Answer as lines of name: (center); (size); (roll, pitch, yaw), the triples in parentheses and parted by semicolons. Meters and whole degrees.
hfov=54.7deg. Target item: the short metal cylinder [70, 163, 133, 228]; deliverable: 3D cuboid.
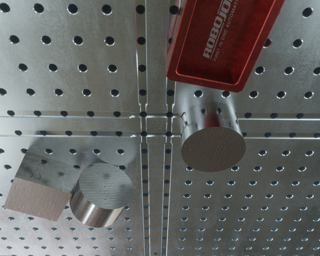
short metal cylinder: (-0.087, 0.098, 0.458); (0.080, 0.080, 0.050); (20, 128, -16)

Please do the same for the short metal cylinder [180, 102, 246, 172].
short metal cylinder: (0.067, 0.013, 0.407); (0.081, 0.050, 0.079); (0, 130, 0)

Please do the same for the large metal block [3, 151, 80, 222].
large metal block: (-0.179, 0.090, 0.470); (0.080, 0.050, 0.080); (22, 127, -18)

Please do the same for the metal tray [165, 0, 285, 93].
metal tray: (0.063, -0.104, 0.320); (0.091, 0.030, 0.129); (9, 130, -8)
